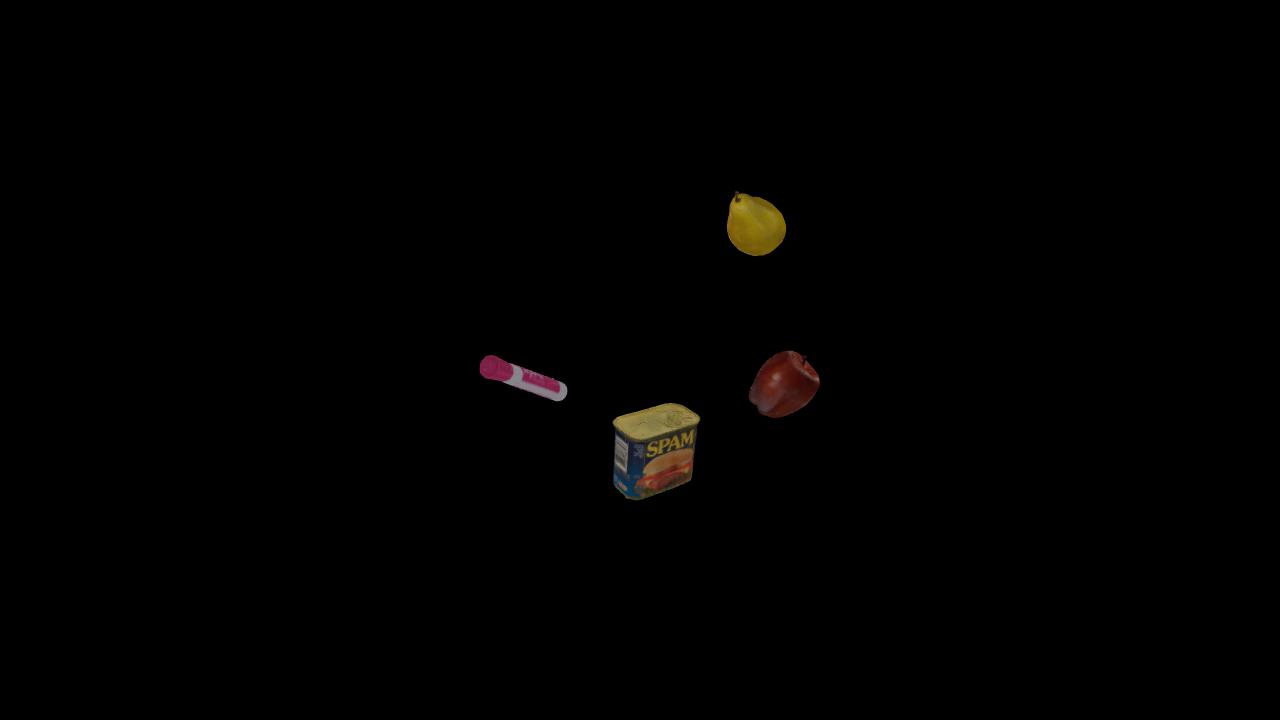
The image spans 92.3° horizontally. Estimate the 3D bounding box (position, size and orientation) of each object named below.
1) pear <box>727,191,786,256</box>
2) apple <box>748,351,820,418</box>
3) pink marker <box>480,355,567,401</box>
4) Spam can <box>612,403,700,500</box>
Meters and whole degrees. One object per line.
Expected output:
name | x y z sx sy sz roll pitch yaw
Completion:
pear | 0.140 -0.187 0.807 0.080 0.080 0.111 0 -27 44
apple | 0.188 0.031 0.808 0.079 0.093 0.079 34 21 -15
pink marker | -0.098 0.017 0.527 0.020 0.020 0.121 0 -13 21
Spam can | 0.017 0.107 0.724 0.101 0.085 0.058 -12 28 -32
